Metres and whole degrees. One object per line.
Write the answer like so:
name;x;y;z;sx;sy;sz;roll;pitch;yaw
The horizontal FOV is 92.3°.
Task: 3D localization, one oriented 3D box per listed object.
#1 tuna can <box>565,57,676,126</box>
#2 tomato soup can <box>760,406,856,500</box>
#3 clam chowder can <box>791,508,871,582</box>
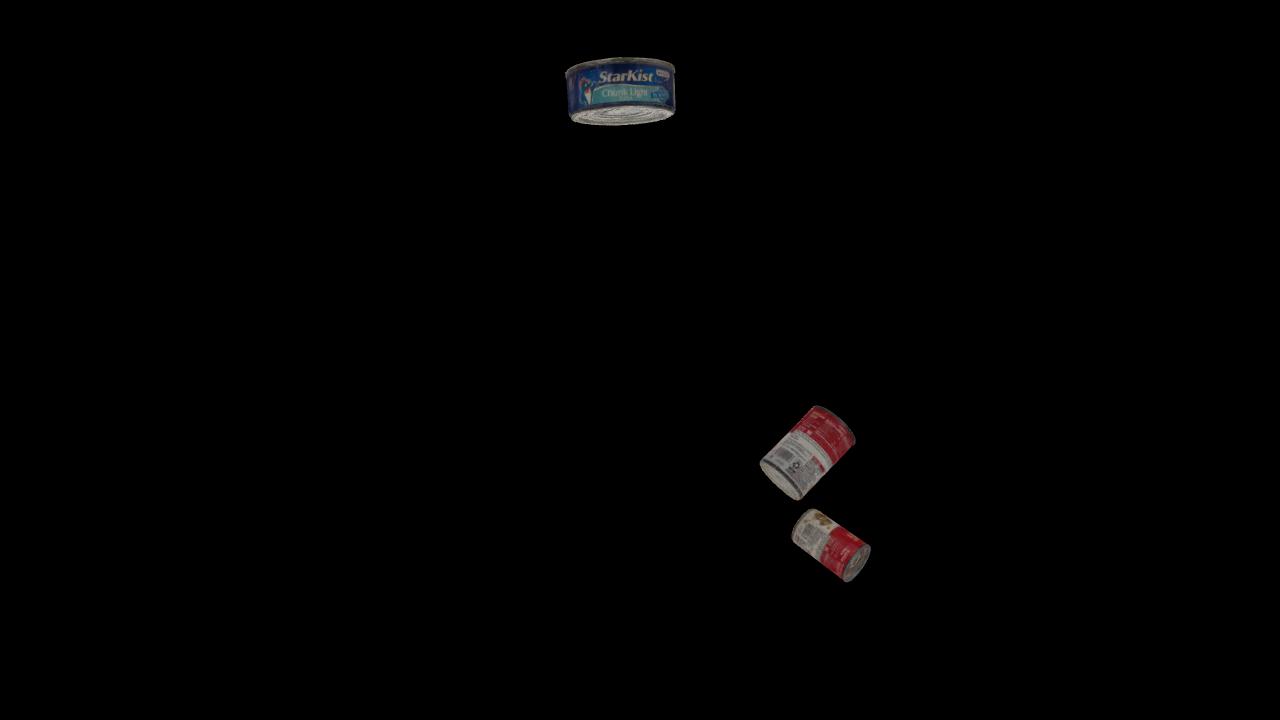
tuna can;-0.014;-0.203;0.471;0.084;0.034;0.084;-2;12;1
tomato soup can;0.205;0.115;0.756;0.101;0.068;0.068;-43;11;-12
clam chowder can;0.298;0.289;0.966;0.068;0.068;0.102;0;24;-44
